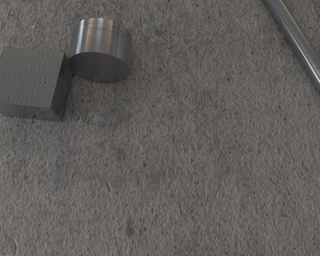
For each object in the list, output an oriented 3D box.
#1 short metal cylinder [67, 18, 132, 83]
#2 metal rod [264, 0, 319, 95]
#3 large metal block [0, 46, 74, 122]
[{"bbox_3d":[-0.079,-0.101,0.415,0.080,0.080,0.050,2,70,1],"label":"short metal cylinder"},{"bbox_3d":[0.201,-0.138,0.460,0.025,0.025,0.299,-19,71,-7],"label":"metal rod"},{"bbox_3d":[-0.169,-0.057,0.415,0.080,0.050,0.080,6,70,2],"label":"large metal block"}]
